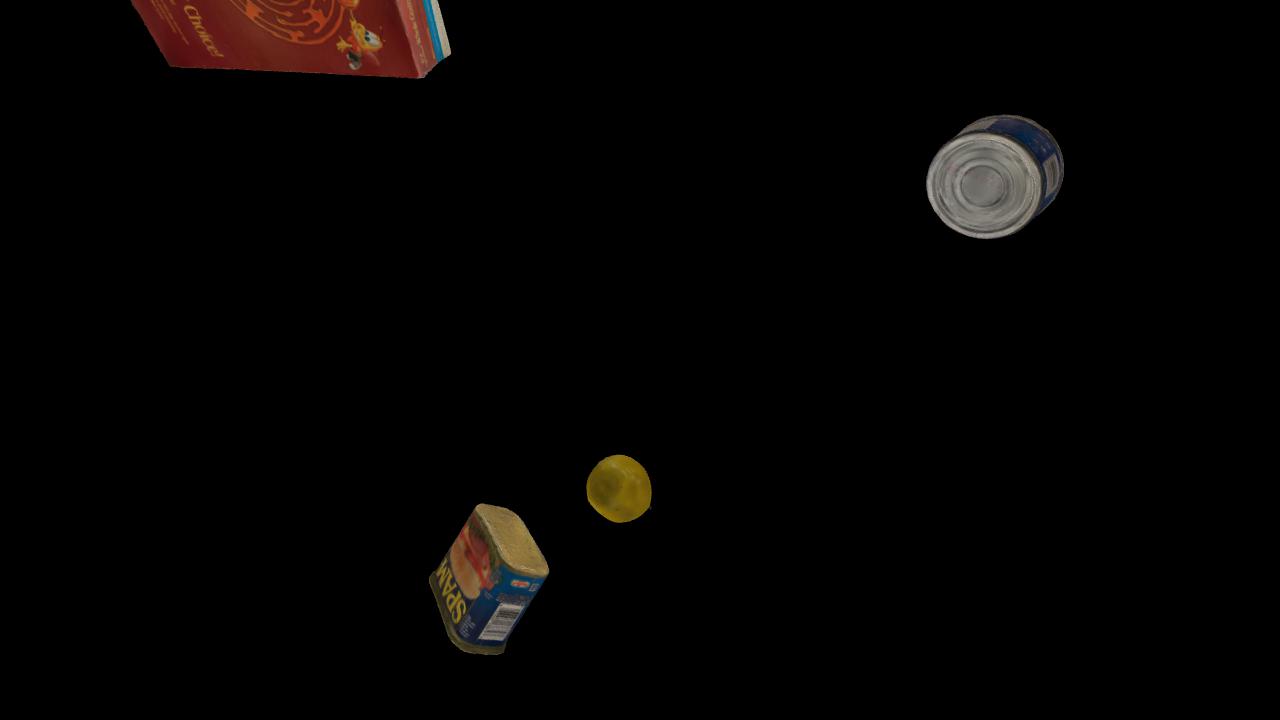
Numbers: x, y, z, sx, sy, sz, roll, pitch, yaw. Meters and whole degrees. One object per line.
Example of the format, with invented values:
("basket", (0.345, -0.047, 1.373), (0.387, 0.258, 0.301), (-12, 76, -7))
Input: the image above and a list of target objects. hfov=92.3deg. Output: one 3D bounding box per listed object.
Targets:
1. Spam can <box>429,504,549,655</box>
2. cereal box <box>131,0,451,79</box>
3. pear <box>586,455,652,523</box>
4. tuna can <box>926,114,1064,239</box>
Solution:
("Spam can", (-0.135, 0.193, 0.552), (0.058, 0.085, 0.101), (28, 8, -41))
("cereal box", (-0.350, -0.382, 0.573), (0.306, 0.081, 0.203), (7, -43, 12))
("pear", (-0.015, 0.156, 0.737), (0.080, 0.080, 0.111), (0, -16, 22))
("tuna can", (0.258, -0.132, 0.452), (0.034, 0.084, 0.084), (-37, 19, -27))
